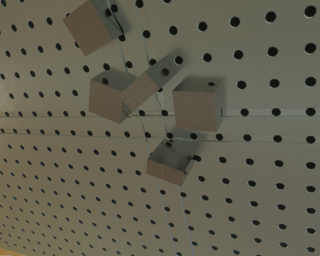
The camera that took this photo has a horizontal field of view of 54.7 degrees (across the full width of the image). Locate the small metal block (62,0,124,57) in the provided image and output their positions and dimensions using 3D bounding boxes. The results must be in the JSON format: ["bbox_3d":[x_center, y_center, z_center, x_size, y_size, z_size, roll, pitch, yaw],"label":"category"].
[{"bbox_3d":[-0.081,-0.123,0.376,0.050,0.025,0.050,-19,109,35],"label":"small metal block"}]

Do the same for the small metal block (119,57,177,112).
[{"bbox_3d":[-0.014,-0.052,0.369,0.025,0.050,0.050,49,128,-7],"label":"small metal block"}]

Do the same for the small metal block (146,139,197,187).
[{"bbox_3d":[0.016,0.045,0.413,0.050,0.050,0.025,18,125,17],"label":"small metal block"}]

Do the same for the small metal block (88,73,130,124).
[{"bbox_3d":[-0.067,-0.040,0.420,0.050,0.025,0.050,23,127,14],"label":"small metal block"}]

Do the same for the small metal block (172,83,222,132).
[{"bbox_3d":[0.045,-0.025,0.371,0.050,0.025,0.050,6,121,24],"label":"small metal block"}]
